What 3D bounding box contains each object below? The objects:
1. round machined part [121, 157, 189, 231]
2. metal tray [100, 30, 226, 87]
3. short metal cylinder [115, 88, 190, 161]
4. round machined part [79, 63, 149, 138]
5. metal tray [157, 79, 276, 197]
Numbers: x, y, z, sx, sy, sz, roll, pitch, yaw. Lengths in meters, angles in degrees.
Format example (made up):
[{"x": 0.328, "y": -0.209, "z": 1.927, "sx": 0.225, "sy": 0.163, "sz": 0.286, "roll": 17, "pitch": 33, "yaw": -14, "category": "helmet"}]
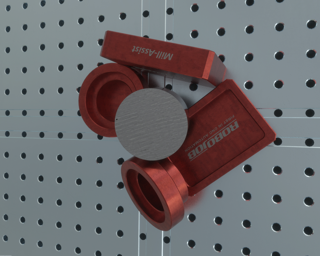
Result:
[{"x": -0.003, "y": 0.074, "z": 0.385, "sx": 0.098, "sy": 0.042, "sz": 0.097, "roll": 37, "pitch": 143, "yaw": 35, "category": "round machined part"}, {"x": 0.007, "y": -0.081, "z": 0.375, "sx": 0.130, "sy": 0.090, "sz": 0.030, "roll": 16, "pitch": 96, "yaw": 19, "category": "metal tray"}, {"x": -0.007, "y": -0.007, "z": 0.361, "sx": 0.080, "sy": 0.050, "sz": 0.079, "roll": 1, "pitch": 99, "yaw": 7, "category": "short metal cylinder"}, {"x": -0.057, "y": -0.036, "z": 0.423, "sx": 0.098, "sy": 0.042, "sz": 0.097, "roll": 0, "pitch": 90, "yaw": 19, "category": "round machined part"}, {"x": 0.064, "y": 0.013, "z": 0.386, "sx": 0.130, "sy": 0.030, "sz": 0.090, "roll": -38, "pitch": 78, "yaw": 15, "category": "metal tray"}]
